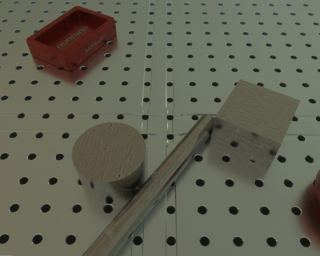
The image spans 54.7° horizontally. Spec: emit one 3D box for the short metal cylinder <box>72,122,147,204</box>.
[{"bbox_3d":[-0.055,0.040,0.357,0.081,0.050,0.080,0,50,0],"label":"short metal cylinder"}]

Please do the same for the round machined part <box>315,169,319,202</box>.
[{"bbox_3d":[0.219,0.074,0.336,0.099,0.042,0.098,0,50,0],"label":"round machined part"}]

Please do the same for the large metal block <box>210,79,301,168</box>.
[{"bbox_3d":[0.121,-0.008,0.399,0.080,0.050,0.080,25,54,19],"label":"large metal block"}]

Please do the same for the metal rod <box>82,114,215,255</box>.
[{"bbox_3d":[-0.022,0.084,0.336,0.025,0.025,0.301,29,56,22],"label":"metal rod"}]

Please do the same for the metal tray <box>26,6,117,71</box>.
[{"bbox_3d":[-0.149,-0.159,0.536,0.090,0.030,0.130,24,54,19],"label":"metal tray"}]
